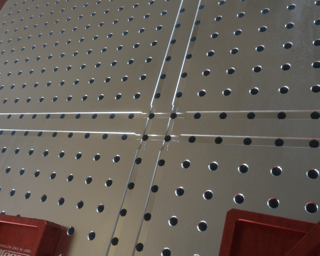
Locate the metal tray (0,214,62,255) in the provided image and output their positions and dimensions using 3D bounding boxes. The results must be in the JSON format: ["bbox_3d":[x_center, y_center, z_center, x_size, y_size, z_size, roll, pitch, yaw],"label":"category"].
[{"bbox_3d":[-0.201,0.165,0.411,0.130,0.030,0.090,-2,60,27],"label":"metal tray"}]

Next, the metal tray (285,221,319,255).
[{"bbox_3d":[0.127,0.128,0.220,0.130,0.030,0.090,-44,51,-2],"label":"metal tray"}]

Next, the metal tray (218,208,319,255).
[{"bbox_3d":[0.117,0.127,0.266,0.130,0.030,0.090,3,63,29],"label":"metal tray"}]
